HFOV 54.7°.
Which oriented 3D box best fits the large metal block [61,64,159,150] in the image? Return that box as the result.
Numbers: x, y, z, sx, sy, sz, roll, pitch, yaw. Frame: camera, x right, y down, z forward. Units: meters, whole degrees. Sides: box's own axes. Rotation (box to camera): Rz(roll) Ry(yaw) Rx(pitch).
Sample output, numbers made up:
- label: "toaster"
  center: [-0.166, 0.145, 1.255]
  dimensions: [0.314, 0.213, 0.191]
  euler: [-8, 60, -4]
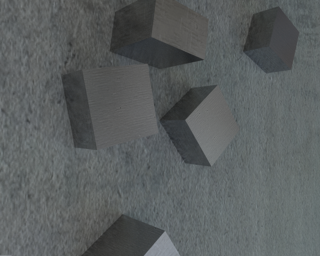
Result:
- label: "large metal block"
  center: [-0.054, -0.025, 0.345]
  dimensions: [0.081, 0.050, 0.079]
  euler: [-15, 100, -39]

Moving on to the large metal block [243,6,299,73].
- label: "large metal block"
  center: [0.204, -0.157, 0.562]
  dimensions: [0.080, 0.050, 0.080]
  euler: [28, 72, -37]

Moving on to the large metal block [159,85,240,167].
- label: "large metal block"
  center: [0.058, -0.004, 0.440]
  dimensions: [0.080, 0.050, 0.080]
  euler: [-46, 118, -30]

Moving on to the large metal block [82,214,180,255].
- label: "large metal block"
  center: [-0.035, 0.150, 0.341]
  dimensions: [0.080, 0.080, 0.050]
  euler: [-41, 116, -32]

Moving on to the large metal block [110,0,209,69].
- label: "large metal block"
  center: [-0.001, -0.110, 0.369]
  dimensions: [0.081, 0.080, 0.050]
  euler: [11, 83, -40]
